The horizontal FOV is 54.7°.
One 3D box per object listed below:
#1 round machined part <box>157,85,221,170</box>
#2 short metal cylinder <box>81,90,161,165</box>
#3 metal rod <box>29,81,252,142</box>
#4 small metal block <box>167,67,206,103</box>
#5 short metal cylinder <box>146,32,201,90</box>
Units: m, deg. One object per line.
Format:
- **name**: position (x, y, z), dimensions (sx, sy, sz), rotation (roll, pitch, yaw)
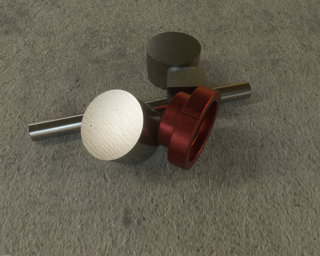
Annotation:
- **round machined part**: position (0.031, -0.004, 0.359), dimensions (0.042, 0.097, 0.098), rotation (23, 54, 18)
- **short metal cylinder**: position (-0.044, 0.001, 0.362), dimensions (0.080, 0.050, 0.080), rotation (-6, 75, 23)
- **metal rod**: position (-0.019, -0.025, 0.423), dimensions (0.302, 0.025, 0.025), rotation (-12, 51, -10)
- **small metal block**: position (0.036, -0.059, 0.421), dimensions (0.050, 0.025, 0.050), rotation (-1, 40, 3)
- **short metal cylinder**: position (0.020, -0.103, 0.473), dimensions (0.081, 0.050, 0.080), rotation (0, 50, 0)
